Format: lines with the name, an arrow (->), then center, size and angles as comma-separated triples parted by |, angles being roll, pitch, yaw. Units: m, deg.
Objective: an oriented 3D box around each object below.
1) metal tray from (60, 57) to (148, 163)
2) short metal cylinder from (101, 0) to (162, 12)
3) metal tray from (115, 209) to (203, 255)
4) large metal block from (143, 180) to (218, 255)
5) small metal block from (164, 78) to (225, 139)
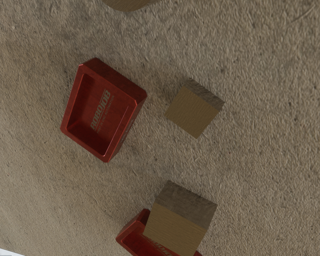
metal tray -> -0.083, -0.021, 0.434 | 0.090, 0.030, 0.129 | 35, 129, 5
short metal cylinder -> -0.025, -0.161, 0.305 | 0.080, 0.050, 0.079 | 13, 124, 21
metal tray -> -0.003, 0.207, 0.533 | 0.130, 0.030, 0.089 | 40, 129, 0
large metal block -> 0.029, 0.137, 0.460 | 0.080, 0.050, 0.079 | 26, 128, 12
small metal block -> 0.040, -0.023, 0.371 | 0.050, 0.025, 0.050 | 37, 129, 3
